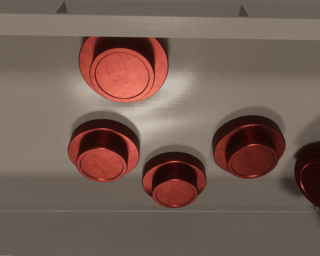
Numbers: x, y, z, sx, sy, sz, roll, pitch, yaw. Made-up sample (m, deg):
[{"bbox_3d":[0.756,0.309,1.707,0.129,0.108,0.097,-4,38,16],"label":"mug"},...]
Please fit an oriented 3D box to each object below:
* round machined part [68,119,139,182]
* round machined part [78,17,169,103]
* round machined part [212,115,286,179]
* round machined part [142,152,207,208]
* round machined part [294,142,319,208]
[{"bbox_3d":[-0.078,0.038,0.429,0.099,0.042,0.097,-1,130,0],"label":"round machined part"},{"bbox_3d":[-0.040,-0.067,0.340,0.099,0.042,0.097,-1,130,0],"label":"round machined part"},{"bbox_3d":[0.124,0.033,0.428,0.099,0.042,0.097,-1,130,0],"label":"round machined part"},{"bbox_3d":[0.022,0.085,0.471,0.099,0.042,0.097,-1,130,0],"label":"round machined part"},{"bbox_3d":[0.228,0.068,0.420,0.042,0.098,0.097,-12,140,-37],"label":"round machined part"}]
